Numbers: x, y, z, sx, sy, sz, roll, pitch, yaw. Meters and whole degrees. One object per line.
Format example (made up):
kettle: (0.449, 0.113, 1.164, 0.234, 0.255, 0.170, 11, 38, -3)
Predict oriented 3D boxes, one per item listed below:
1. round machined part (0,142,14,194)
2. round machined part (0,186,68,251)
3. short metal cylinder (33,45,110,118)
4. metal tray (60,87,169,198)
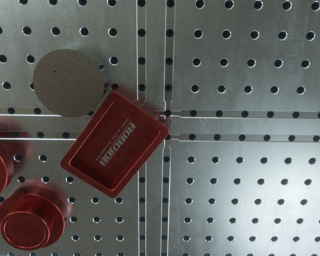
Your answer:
round machined part: (-0.247, 0.048, 0.419, 0.099, 0.042, 0.097, 0, 110, -1)
round machined part: (-0.190, 0.138, 0.453, 0.099, 0.042, 0.097, 0, 110, -1)
short metal cylinder: (-0.105, -0.058, 0.377, 0.081, 0.050, 0.079, 0, 110, -1)
metal tray: (-0.061, 0.022, 0.417, 0.090, 0.030, 0.129, 35, 106, -13)
